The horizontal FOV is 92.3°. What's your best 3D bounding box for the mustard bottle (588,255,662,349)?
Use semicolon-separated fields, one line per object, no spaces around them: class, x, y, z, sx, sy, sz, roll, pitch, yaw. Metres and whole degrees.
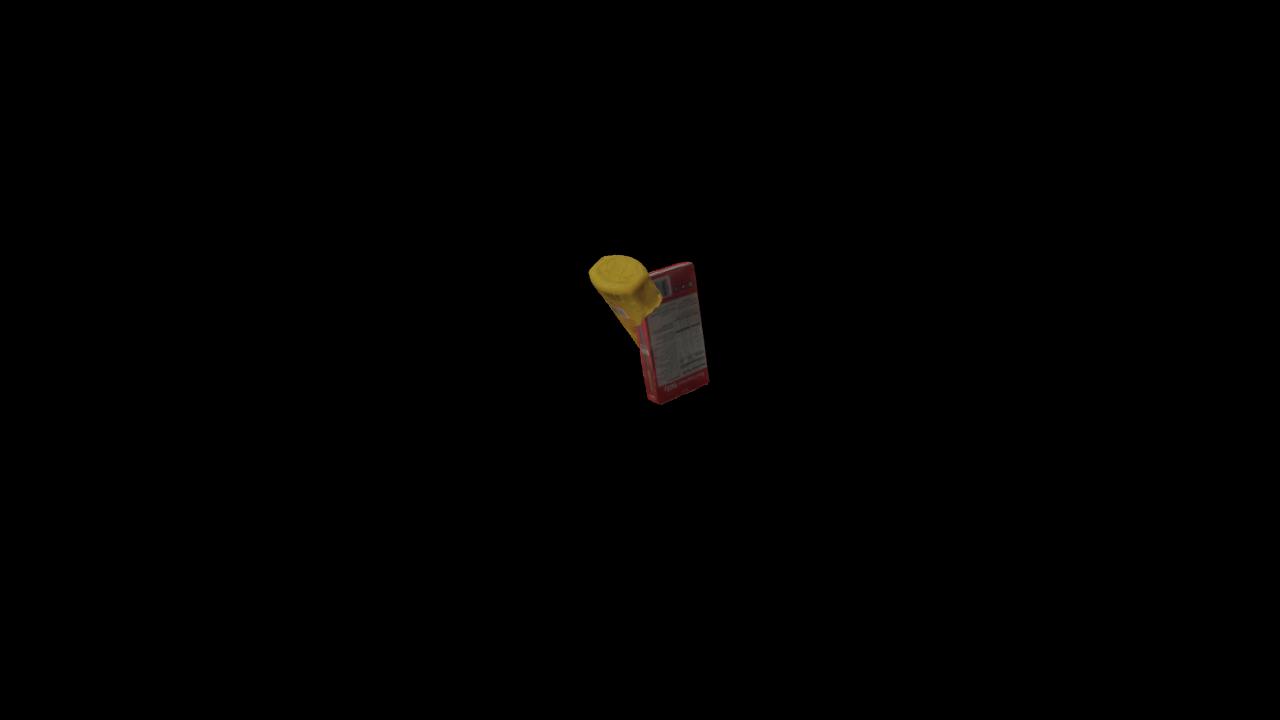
mustard bottle;0.011;-0.043;0.749;0.092;0.054;0.184;23;-24;43

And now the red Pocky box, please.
red Pocky box;0.036;-0.032;0.730;0.083;0.155;0.028;-21;23;-31
